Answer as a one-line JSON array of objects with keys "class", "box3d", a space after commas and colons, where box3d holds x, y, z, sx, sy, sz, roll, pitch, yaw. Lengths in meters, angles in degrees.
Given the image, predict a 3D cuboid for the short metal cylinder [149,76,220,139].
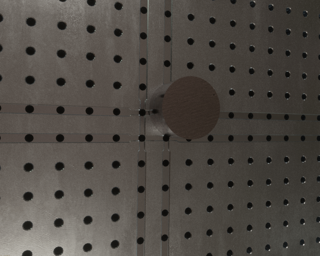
[{"class": "short metal cylinder", "box3d": [0.032, -0.026, 0.412, 0.081, 0.050, 0.079, 0, 90, -21]}]
